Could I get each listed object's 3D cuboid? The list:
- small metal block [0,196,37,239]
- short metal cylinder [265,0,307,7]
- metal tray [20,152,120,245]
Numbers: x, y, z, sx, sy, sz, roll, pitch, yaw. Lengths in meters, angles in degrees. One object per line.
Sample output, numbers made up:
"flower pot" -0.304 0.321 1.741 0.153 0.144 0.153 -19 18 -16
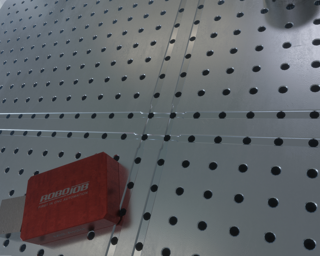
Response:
"small metal block" -0.201 0.126 0.437 0.050 0.025 0.050 -14 56 21
"short metal cylinder" 0.180 -0.217 0.431 0.080 0.050 0.080 -13 56 21
"metal tray" -0.118 0.093 0.410 0.130 0.030 0.090 -19 54 16
